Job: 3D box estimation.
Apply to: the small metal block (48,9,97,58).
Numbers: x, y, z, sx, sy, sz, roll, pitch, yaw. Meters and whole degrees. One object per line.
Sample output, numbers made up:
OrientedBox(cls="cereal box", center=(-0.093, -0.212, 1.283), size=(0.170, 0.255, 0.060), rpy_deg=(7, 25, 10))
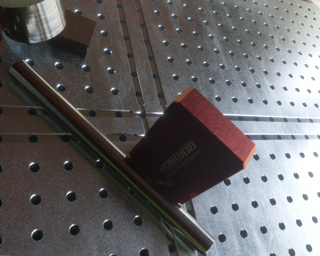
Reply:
OrientedBox(cls="small metal block", center=(-0.119, -0.130, 0.423), size=(0.050, 0.025, 0.050), rpy_deg=(18, 55, -18))

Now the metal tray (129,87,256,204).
OrientedBox(cls="metal tray", center=(0.028, 0.026, 0.339), size=(0.090, 0.129, 0.030), rpy_deg=(43, 51, 1))

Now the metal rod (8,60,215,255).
OrientedBox(cls="metal rod", center=(-0.056, 0.032, 0.357), size=(0.300, 0.025, 0.025), rpy_deg=(43, 51, 1))

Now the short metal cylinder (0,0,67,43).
OrientedBox(cls="short metal cylinder", center=(-0.161, -0.151, 0.380), size=(0.081, 0.050, 0.080), rpy_deg=(1, 56, -2))
